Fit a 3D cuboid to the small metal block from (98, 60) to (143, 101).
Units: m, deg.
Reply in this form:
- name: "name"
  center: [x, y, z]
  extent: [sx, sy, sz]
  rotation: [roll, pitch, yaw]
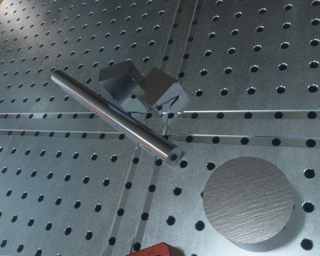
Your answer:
- name: "small metal block"
  center: [-0.055, -0.070, 0.462]
  extent: [0.050, 0.050, 0.025]
  rotation: [-13, 57, 21]

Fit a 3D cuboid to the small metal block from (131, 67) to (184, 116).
- name: "small metal block"
  center: [-0.004, -0.053, 0.442]
  extent: [0.050, 0.025, 0.050]
  rotation: [-48, 52, -6]

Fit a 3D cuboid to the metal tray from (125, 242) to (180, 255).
- name: "metal tray"
  center: [-0.035, 0.181, 0.310]
  extent: [0.130, 0.030, 0.090]
  rotation: [-24, 53, 12]

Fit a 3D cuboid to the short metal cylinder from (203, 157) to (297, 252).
- name: "short metal cylinder"
  center: [0.088, 0.074, 0.300]
  extent: [0.080, 0.050, 0.080]
  rotation: [-13, 56, 20]

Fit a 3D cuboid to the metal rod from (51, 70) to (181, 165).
- name: "metal rod"
  center: [-0.084, -0.029, 0.468]
  extent: [0.300, 0.025, 0.025]
  rotation: [32, 80, 37]
